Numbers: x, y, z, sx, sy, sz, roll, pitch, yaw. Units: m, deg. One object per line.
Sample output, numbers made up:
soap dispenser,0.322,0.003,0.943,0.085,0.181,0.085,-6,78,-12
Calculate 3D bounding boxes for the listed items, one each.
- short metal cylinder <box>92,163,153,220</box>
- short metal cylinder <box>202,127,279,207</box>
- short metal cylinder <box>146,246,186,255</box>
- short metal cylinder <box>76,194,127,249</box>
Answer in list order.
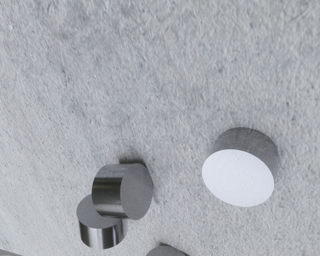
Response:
short metal cylinder,-0.053,0.092,0.455,0.050,0.080,0.080,-6,116,30
short metal cylinder,0.096,0.046,0.368,0.080,0.050,0.079,13,124,20
short metal cylinder,0.008,0.248,0.519,0.080,0.080,0.050,21,126,15
short metal cylinder,-0.094,0.151,0.512,0.080,0.080,0.050,16,125,19
